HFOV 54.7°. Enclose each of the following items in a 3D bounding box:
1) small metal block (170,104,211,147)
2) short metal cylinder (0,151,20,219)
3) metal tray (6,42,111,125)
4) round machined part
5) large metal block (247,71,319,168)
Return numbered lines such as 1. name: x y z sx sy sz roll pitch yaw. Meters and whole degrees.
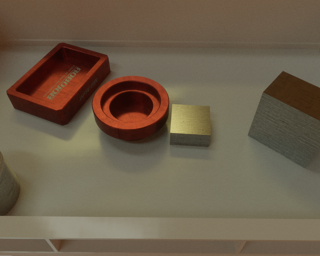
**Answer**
1. small metal block: 0.040 -0.004 0.409 0.050 0.025 0.050 4 50 2
2. short metal cylinder: -0.202 0.062 0.334 0.081 0.050 0.080 0 50 0
3. metal tray: -0.144 -0.070 0.458 0.090 0.030 0.130 19 52 14
4. round machined part: -0.037 -0.022 0.412 0.099 0.042 0.098 0 50 0
5. large metal block: 0.164 -0.010 0.380 0.080 0.080 0.050 33 57 24
